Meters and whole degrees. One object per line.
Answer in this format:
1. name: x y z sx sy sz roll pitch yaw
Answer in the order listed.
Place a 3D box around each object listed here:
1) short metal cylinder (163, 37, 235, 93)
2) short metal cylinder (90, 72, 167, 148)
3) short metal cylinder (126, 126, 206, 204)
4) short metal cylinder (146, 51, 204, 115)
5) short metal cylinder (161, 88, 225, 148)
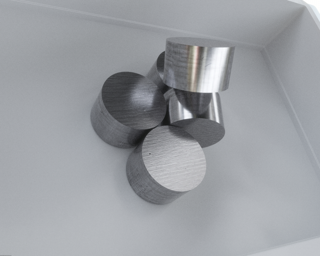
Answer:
1. short metal cylinder: 0.045 -0.078 0.371 0.081 0.050 0.080 4 23 -1
2. short metal cylinder: -0.039 -0.022 0.380 0.081 0.050 0.080 14 56 -21
3. short metal cylinder: 0.007 0.044 0.365 0.081 0.050 0.080 14 56 -21
4. short metal cylinder: 0.022 -0.064 0.440 0.081 0.050 0.080 14 56 -21
5. short metal cylinder: 0.040 -0.012 0.400 0.081 0.080 0.050 13 57 -22
